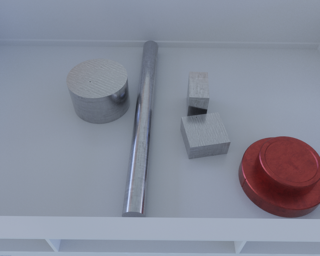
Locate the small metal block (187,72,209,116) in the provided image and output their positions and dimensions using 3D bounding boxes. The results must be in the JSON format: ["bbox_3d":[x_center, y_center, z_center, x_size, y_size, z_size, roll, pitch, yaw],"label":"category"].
[{"bbox_3d":[0.051,-0.041,0.424,0.025,0.050,0.050,3,50,2],"label":"small metal block"}]

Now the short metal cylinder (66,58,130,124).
[{"bbox_3d":[-0.084,-0.052,0.431,0.081,0.050,0.080,0,50,0],"label":"short metal cylinder"}]

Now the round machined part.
[{"bbox_3d":[0.144,0.048,0.356,0.099,0.042,0.098,0,50,0],"label":"round machined part"}]

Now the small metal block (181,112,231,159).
[{"bbox_3d":[0.057,0.009,0.398,0.050,0.025,0.050,-7,51,-7],"label":"small metal block"}]

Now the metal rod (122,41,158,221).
[{"bbox_3d":[-0.021,-0.021,0.422,0.025,0.025,0.300,2,50,1],"label":"metal rod"}]

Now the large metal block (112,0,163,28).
[{"bbox_3d":[-0.047,-0.243,0.595,0.081,0.050,0.080,-15,52,-13],"label":"large metal block"}]
